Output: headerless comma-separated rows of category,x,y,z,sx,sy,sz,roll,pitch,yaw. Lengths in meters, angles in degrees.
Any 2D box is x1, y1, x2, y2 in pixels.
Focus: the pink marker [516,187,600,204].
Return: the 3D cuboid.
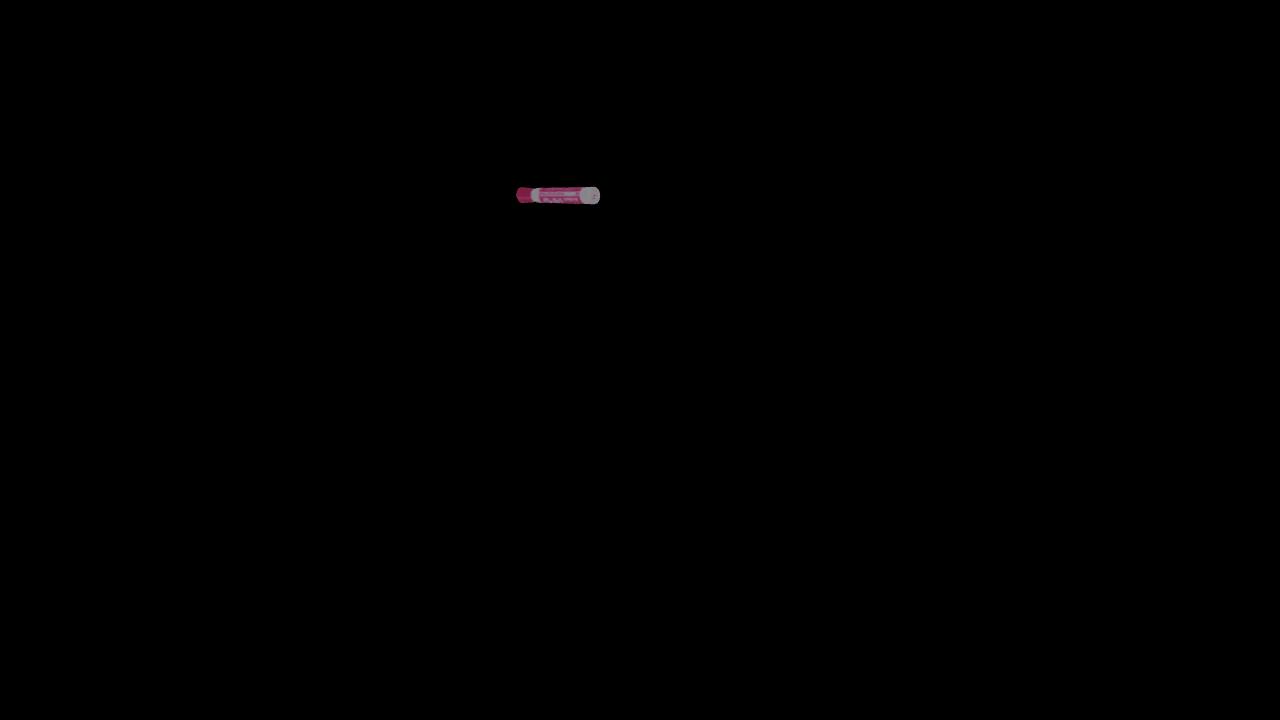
pink marker,-0.099,-0.192,0.717,0.121,0.020,0.020,10,6,34
